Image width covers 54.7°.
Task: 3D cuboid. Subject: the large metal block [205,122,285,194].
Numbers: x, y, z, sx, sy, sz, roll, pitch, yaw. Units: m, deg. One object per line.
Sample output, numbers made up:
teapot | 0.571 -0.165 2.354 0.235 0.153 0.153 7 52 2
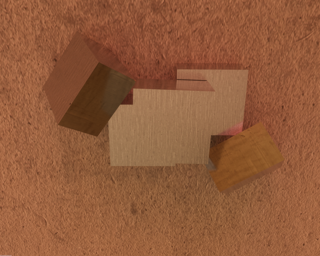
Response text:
large metal block | 0.105 0.042 0.392 0.080 0.080 0.050 -29 70 10

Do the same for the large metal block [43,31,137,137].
large metal block | -0.084 -0.050 0.355 0.050 0.080 0.080 22 112 -43

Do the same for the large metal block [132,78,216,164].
large metal block | 0.012 -0.008 0.339 0.081 0.050 0.079 2 110 -1

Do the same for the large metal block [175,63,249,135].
large metal block | 0.059 -0.037 0.385 0.081 0.050 0.079 0 110 -1

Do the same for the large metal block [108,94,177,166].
large metal block | -0.021 0.002 0.396 0.081 0.050 0.079 0 110 -1
